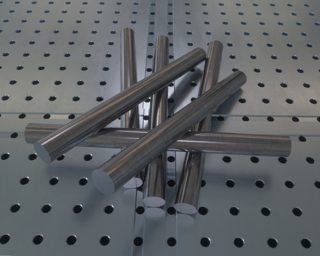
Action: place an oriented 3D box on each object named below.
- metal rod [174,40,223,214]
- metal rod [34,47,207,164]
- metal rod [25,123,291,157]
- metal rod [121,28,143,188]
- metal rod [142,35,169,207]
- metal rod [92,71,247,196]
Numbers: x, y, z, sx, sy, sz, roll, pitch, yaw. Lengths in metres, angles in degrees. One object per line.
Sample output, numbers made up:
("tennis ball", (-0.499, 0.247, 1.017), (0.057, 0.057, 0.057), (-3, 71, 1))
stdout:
("metal rod", (0.061, -0.025, 0.428), (0.025, 0.025, 0.300), (10, 51, 8))
("metal rod", (-0.025, -0.047, 0.400), (0.025, 0.025, 0.302), (30, 45, 23))
("metal rod", (-0.004, 0.014, 0.362), (0.301, 0.025, 0.025), (3, 50, 2))
("metal rod", (-0.045, -0.051, 0.450), (0.025, 0.025, 0.300), (-4, 50, -3))
("metal rod", (-0.002, -0.034, 0.436), (0.025, 0.025, 0.300), (2, 50, 1))
("metal rod", (0.037, -0.015, 0.363), (0.025, 0.025, 0.302), (29, 38, 22))
